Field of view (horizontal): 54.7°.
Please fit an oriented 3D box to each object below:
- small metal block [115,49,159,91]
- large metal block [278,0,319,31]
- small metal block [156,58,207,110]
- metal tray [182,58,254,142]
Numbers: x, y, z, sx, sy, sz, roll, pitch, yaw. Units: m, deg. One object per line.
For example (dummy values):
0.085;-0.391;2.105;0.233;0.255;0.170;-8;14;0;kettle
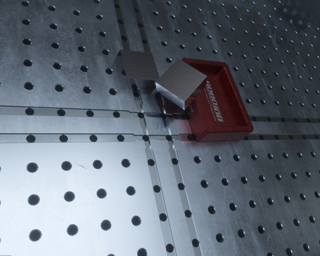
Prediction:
-0.033;-0.082;0.442;0.050;0.025;0.050;-1;62;-29;small metal block
0.348;-0.298;0.747;0.080;0.080;0.050;38;51;-3;large metal block
0.030;-0.062;0.436;0.050;0.025;0.050;36;73;17;small metal block
0.081;-0.045;0.477;0.091;0.030;0.130;-1;62;-29;metal tray
